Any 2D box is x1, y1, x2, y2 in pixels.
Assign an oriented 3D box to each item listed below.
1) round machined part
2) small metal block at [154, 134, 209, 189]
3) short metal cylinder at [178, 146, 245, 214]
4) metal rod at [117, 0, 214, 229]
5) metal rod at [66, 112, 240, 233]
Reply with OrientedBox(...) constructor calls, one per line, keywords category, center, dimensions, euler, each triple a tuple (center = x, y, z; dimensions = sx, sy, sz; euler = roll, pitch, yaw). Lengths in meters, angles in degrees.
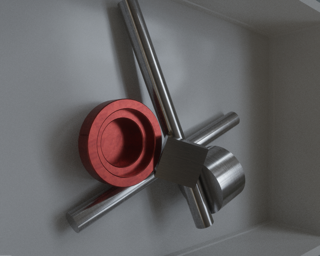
OrientedBox(category="round machined part", center=(-0.048, 0.016, 0.355), dimensions=(0.099, 0.042, 0.097), euler=(0, 90, -40))
OrientedBox(category="small metal block", center=(0.025, 0.040, 0.374), dimensions=(0.050, 0.025, 0.050), euler=(18, 95, -6))
OrientedBox(category="short metal cylinder", center=(0.069, 0.071, 0.430), dimensions=(0.050, 0.080, 0.080), euler=(-25, 106, -38))
OrientedBox(category="metal rod", center=(0.010, -0.013, 0.392), dimensions=(0.025, 0.025, 0.298), euler=(-25, 99, -38))
OrientedBox(category="metal rod", center=(0.014, 0.043, 0.418), dimensions=(0.302, 0.025, 0.025), euler=(-29, 108, -37))
